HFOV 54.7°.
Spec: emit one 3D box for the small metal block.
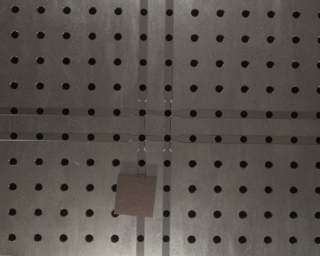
[{"bbox_3d":[-0.032,0.089,0.413,0.050,0.025,0.050,6,90,-1],"label":"small metal block"}]
